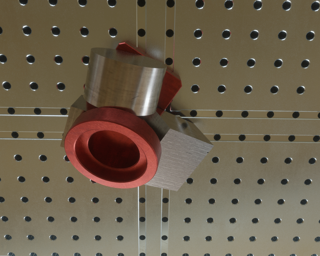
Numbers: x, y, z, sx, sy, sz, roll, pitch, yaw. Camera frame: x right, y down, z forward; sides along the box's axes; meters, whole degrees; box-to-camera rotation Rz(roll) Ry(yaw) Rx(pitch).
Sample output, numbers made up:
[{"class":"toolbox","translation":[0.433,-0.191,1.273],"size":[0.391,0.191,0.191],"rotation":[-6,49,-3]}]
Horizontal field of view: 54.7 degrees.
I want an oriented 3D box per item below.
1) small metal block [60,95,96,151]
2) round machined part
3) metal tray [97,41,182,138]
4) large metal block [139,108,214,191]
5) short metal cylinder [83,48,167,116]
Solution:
[{"class":"small metal block","translation":[-0.092,-0.006,0.363],"size":[0.025,0.050,0.050],"rotation":[18,109,-7]},{"class":"round machined part","translation":[-0.047,0.017,0.330],"size":[0.098,0.042,0.097],"rotation":[7,131,8]},{"class":"metal tray","translation":[-0.045,-0.033,0.398],"size":[0.090,0.030,0.129],"rotation":[33,106,-12]},{"class":"large metal block","translation":[0.006,0.028,0.391],"size":[0.080,0.050,0.080],"rotation":[21,112,-41]},{"class":"short metal cylinder","translation":[-0.037,-0.051,0.332],"size":[0.081,0.080,0.050],"rotation":[13,110,-5]}]
